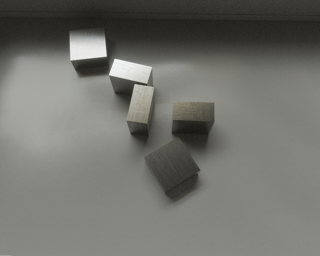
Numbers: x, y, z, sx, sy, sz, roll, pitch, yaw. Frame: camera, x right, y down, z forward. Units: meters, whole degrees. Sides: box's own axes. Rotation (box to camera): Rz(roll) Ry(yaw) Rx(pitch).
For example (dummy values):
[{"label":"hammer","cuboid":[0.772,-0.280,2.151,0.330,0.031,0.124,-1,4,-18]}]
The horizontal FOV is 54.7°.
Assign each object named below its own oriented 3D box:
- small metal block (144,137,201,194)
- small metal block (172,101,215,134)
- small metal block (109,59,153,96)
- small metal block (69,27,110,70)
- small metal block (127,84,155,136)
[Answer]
[{"label":"small metal block","cuboid":[0.015,0.048,0.392,0.050,0.025,0.050,-30,73,-10]},{"label":"small metal block","cuboid":[0.041,-0.012,0.401,0.050,0.050,0.025,2,70,1]},{"label":"small metal block","cuboid":[-0.037,-0.064,0.420,0.050,0.050,0.025,13,71,5]},{"label":"small metal block","cuboid":[-0.103,-0.116,0.451,0.050,0.025,0.050,-7,70,-3]},{"label":"small metal block","cuboid":[-0.024,-0.022,0.404,0.025,0.050,0.050,9,70,3]}]
